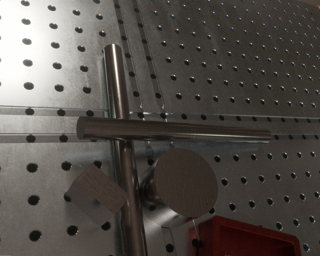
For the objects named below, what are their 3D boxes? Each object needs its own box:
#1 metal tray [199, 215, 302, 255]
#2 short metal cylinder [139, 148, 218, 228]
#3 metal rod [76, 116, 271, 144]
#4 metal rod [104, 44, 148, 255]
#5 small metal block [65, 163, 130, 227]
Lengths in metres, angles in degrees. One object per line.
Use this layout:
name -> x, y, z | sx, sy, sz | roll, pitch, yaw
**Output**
metal tray -> 0.110, 0.164, 0.365 | 0.131, 0.030, 0.090 | 19, 54, -18
short metal cylinder -> 0.020, 0.070, 0.361 | 0.081, 0.050, 0.080 | 14, 56, -21
metal rod -> 0.042, 0.006, 0.407 | 0.302, 0.025, 0.025 | 3, 60, -34
metal rod -> -0.044, 0.021, 0.372 | 0.025, 0.025, 0.299 | 5, 60, -26
small metal block -> -0.065, 0.069, 0.316 | 0.050, 0.050, 0.025 | 42, 51, 0
